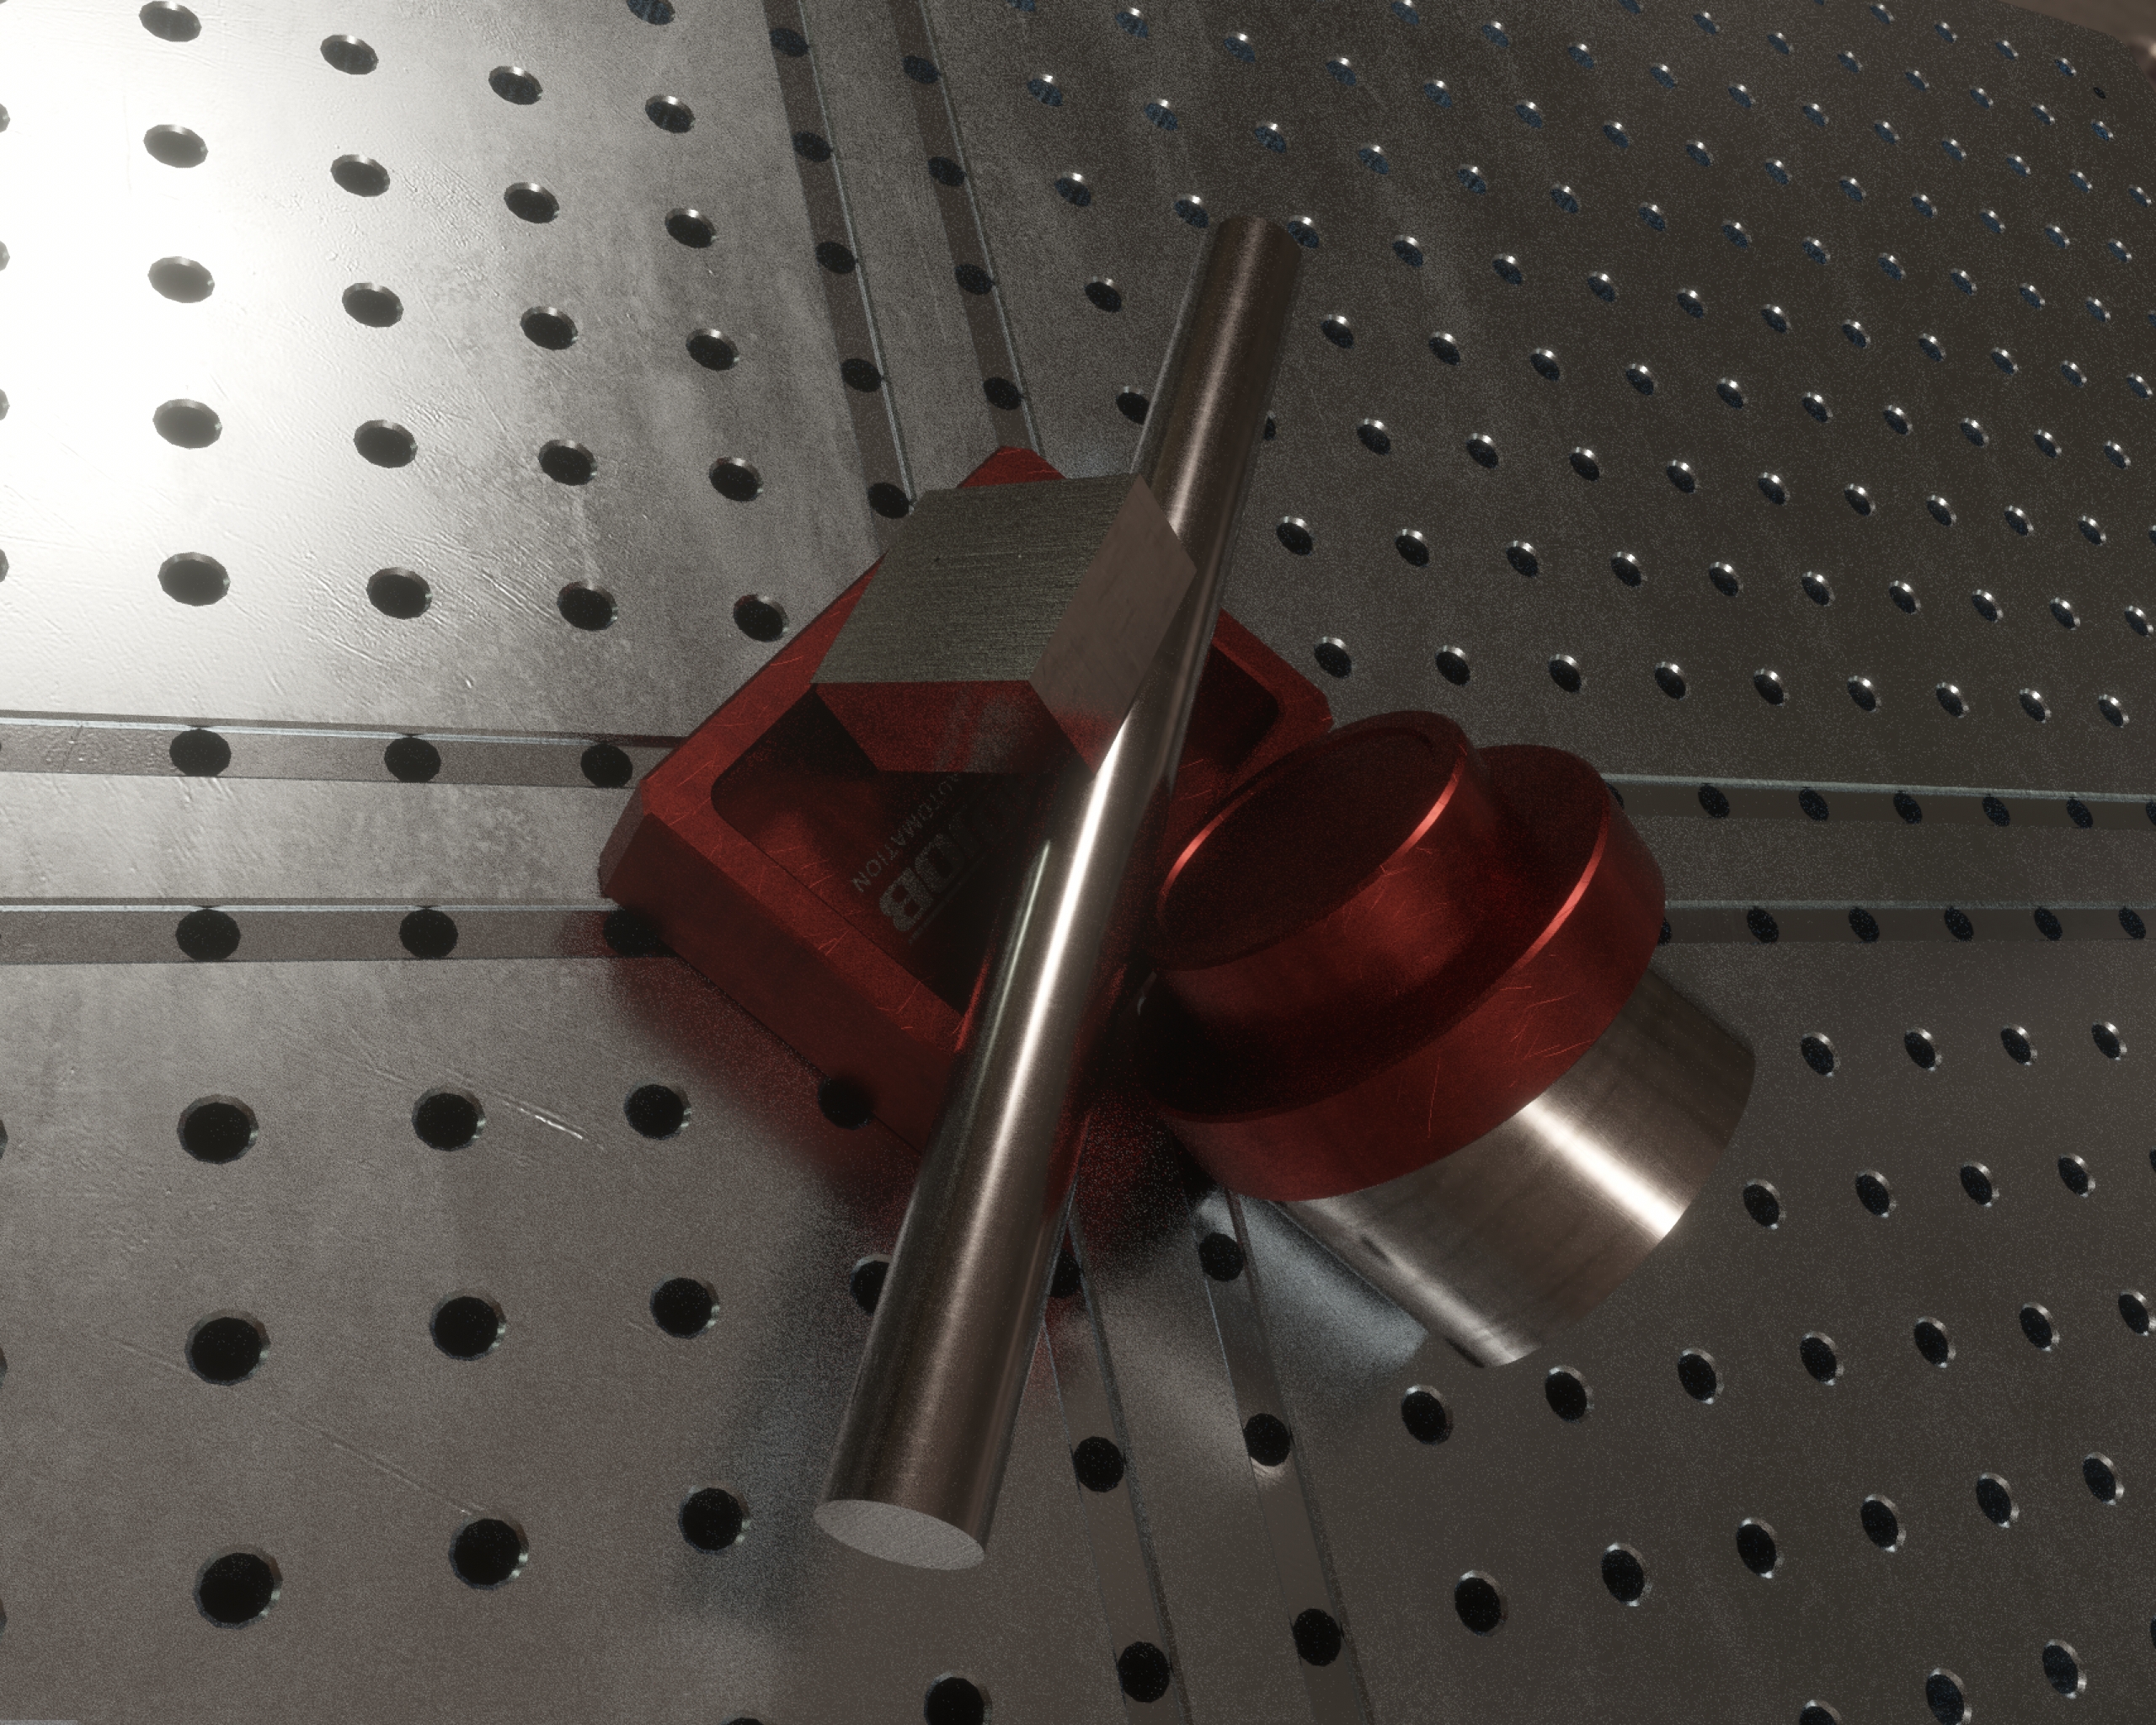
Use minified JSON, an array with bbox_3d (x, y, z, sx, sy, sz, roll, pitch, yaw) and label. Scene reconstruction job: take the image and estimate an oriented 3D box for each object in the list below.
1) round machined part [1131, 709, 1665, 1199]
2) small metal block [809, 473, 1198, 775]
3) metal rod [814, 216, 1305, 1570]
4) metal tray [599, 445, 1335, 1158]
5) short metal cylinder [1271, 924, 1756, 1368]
[{"bbox_3d":[0.049,0.010,0.370,0.042,0.098,0.098,52,48,-20],"label":"round machined part"},{"bbox_3d":[-0.013,-0.044,0.385,0.025,0.050,0.050,54,51,-41],"label":"small metal block"},{"bbox_3d":[0.007,-0.020,0.387,0.025,0.025,0.300,25,53,-13],"label":"metal rod"},{"bbox_3d":[-0.017,-0.015,0.406,0.090,0.030,0.131,40,51,-1],"label":"metal tray"},{"bbox_3d":[0.078,0.046,0.387,0.050,0.080,0.080,40,51,-2],"label":"short metal cylinder"}]
